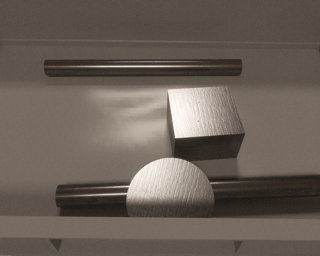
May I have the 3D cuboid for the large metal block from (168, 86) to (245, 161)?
[{"bbox_3d":[0.053,-0.006,0.395,0.081,0.050,0.080,-4,50,-4],"label":"large metal block"}]

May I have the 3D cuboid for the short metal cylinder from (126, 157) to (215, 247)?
[{"bbox_3d":[0.009,0.069,0.307,0.081,0.050,0.080,0,85,-2],"label":"short metal cylinder"}]

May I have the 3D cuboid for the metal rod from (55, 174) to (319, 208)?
[{"bbox_3d":[0.040,0.070,0.346,0.302,0.025,0.025,-2,50,-2],"label":"metal rod"}]

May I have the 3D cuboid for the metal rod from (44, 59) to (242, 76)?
[{"bbox_3d":[-0.025,-0.095,0.484,0.302,0.025,0.025,0,50,-1],"label":"metal rod"}]
